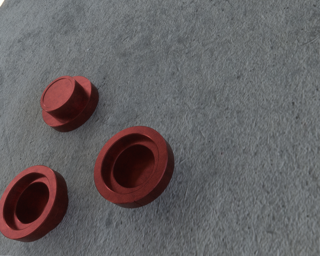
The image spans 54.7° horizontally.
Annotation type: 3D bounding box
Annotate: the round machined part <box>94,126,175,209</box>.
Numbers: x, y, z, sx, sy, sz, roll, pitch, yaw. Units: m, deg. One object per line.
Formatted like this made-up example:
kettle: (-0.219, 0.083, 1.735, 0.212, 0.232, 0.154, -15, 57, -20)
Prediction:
round machined part: (-0.027, 0.050, 0.377, 0.098, 0.042, 0.098, -13, 56, 21)

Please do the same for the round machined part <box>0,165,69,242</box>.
round machined part: (-0.164, 0.103, 0.416, 0.098, 0.042, 0.098, -13, 56, 21)

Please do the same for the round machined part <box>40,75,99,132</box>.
round machined part: (-0.152, -0.046, 0.501, 0.098, 0.042, 0.098, -13, 56, 21)
